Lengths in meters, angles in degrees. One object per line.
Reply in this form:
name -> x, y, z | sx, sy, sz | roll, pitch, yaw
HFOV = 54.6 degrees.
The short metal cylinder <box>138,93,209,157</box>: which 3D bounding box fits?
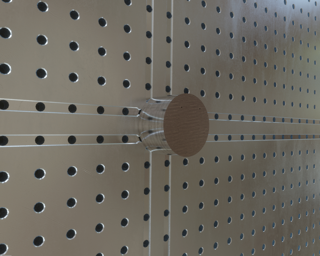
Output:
short metal cylinder -> 0.019, -0.004, 0.407 | 0.081, 0.050, 0.080 | 0, 90, -40
